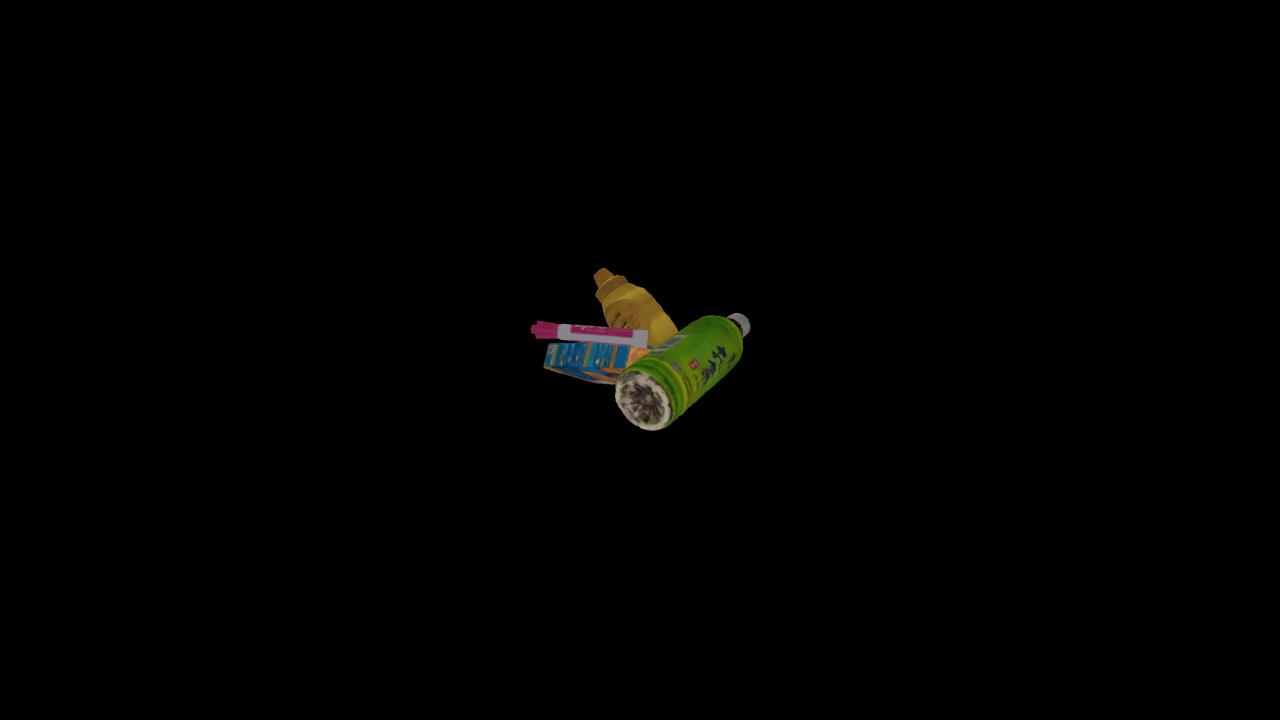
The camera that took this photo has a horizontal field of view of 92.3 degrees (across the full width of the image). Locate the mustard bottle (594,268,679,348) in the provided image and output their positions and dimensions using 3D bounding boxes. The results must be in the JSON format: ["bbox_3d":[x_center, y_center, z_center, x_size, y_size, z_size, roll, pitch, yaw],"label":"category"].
[{"bbox_3d":[0.004,-0.035,0.729,0.054,0.184,0.092,-33,-11,-23],"label":"mustard bottle"}]

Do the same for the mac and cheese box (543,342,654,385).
[{"bbox_3d":[-0.034,0.006,0.766,0.093,0.041,0.184,21,-12,-35],"label":"mac and cheese box"}]

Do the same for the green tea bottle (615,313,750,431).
[{"bbox_3d":[0.060,-0.002,0.662,0.073,0.073,0.212,0,25,38],"label":"green tea bottle"}]

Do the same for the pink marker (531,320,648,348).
[{"bbox_3d":[-0.052,-0.027,0.636,0.121,0.020,0.020,5,0,1],"label":"pink marker"}]
